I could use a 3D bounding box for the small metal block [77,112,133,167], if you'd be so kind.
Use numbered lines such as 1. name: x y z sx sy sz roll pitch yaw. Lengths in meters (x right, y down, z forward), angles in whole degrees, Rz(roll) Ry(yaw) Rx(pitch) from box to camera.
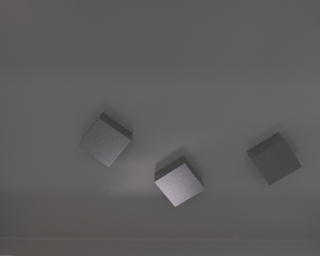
1. small metal block: -0.073 0.016 0.416 0.050 0.025 0.050 37 106 -13

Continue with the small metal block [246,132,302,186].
1. small metal block: 0.157 0.043 0.428 0.050 0.025 0.050 -34 107 11

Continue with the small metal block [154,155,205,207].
1. small metal block: 0.027 0.075 0.439 0.050 0.025 0.050 -34 107 11
